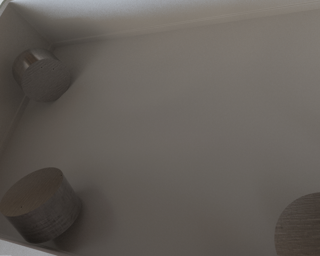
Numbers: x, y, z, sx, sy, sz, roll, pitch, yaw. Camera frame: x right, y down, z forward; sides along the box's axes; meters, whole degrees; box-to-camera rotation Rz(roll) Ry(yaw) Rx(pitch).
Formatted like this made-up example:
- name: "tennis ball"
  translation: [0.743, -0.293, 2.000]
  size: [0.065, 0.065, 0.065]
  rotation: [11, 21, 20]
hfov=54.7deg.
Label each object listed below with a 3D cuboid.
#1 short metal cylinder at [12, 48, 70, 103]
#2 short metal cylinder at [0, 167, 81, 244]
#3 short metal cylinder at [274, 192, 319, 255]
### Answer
- name: "short metal cylinder"
  translation: [-0.203, -0.090, 0.530]
  size: [0.080, 0.080, 0.050]
  rotation: [-46, 51, -4]
- name: "short metal cylinder"
  translation: [-0.148, 0.095, 0.388]
  size: [0.080, 0.050, 0.080]
  rotation: [-15, 31, 9]
- name: "short metal cylinder"
  translation: [0.140, 0.099, 0.255]
  size: [0.080, 0.050, 0.080]
  rotation: [-13, 56, 20]
